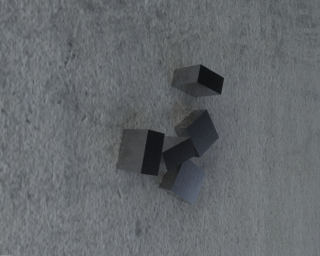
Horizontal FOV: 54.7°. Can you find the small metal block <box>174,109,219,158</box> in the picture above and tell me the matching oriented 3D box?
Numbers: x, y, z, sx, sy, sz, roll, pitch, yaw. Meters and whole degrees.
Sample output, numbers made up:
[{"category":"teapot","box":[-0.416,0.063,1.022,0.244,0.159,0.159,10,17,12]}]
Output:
[{"category":"small metal block","box":[0.054,0.007,0.453,0.050,0.025,0.050,-41,115,-32]}]

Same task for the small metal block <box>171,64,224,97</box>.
[{"category":"small metal block","box":[0.053,-0.065,0.435,0.050,0.050,0.025,19,78,-39]}]

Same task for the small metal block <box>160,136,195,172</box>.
[{"category":"small metal block","box":[0.008,0.032,0.397,0.050,0.050,0.025,-25,106,-37]}]

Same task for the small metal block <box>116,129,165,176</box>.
[{"category":"small metal block","box":[-0.024,0.028,0.370,0.025,0.050,0.050,16,80,-39]}]

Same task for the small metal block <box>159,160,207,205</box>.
[{"category":"small metal block","box":[0.033,0.073,0.435,0.050,0.025,0.050,38,66,-34]}]
